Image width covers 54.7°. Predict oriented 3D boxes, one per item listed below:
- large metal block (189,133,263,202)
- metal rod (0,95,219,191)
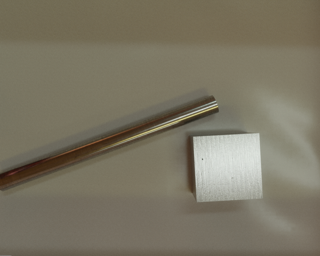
[{"bbox_3d":[0.082,0.048,0.400,0.081,0.050,0.079,-3,90,-1],"label":"large metal block"},{"bbox_3d":[-0.068,0.020,0.410,0.302,0.025,0.025,-20,90,-1],"label":"metal rod"}]
